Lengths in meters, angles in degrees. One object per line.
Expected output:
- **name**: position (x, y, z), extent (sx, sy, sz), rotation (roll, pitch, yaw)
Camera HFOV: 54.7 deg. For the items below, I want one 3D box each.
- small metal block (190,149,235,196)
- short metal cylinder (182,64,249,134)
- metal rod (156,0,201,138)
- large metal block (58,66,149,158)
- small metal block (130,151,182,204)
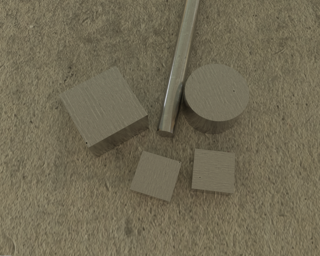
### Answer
- **small metal block**: position (0.066, 0.056, 0.389), extent (0.050, 0.025, 0.050), rotation (7, 70, 2)
- **short metal cylinder**: position (0.071, -0.037, 0.409), extent (0.081, 0.050, 0.080), rotation (0, 70, 0)
- **metal rod**: position (0.037, -0.130, 0.455), extent (0.025, 0.025, 0.299), rotation (11, 70, 3)
- **large metal block**: position (-0.070, -0.020, 0.401), extent (0.080, 0.050, 0.080), rotation (-30, 73, -11)
- **small metal block**: position (-0.005, 0.062, 0.386), extent (0.050, 0.025, 0.050), rotation (17, 71, 5)
